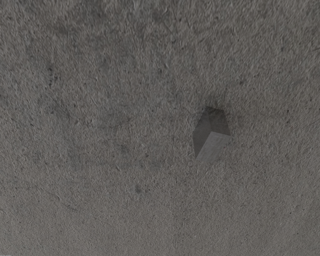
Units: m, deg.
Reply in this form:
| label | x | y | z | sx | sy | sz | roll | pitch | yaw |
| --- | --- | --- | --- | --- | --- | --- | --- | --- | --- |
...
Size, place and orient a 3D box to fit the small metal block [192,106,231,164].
| label | x | y | z | sx | sy | sz | roll | pitch | yaw |
| --- | --- | --- | --- | --- | --- | --- | --- | --- | --- |
| small metal block | 0.064 | 0.009 | 0.398 | 0.025 | 0.050 | 0.050 | 14 | 129 | -11 |
